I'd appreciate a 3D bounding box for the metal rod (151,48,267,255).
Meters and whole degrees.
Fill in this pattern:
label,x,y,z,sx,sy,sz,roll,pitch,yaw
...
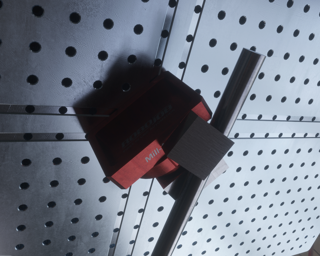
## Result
label,x,y,z,sx,sy,sz,roll,pitch,yaw
metal rod,0.047,0.053,0.367,0.025,0.025,0.298,7,115,-32

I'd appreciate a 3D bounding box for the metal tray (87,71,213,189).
label,x,y,z,sx,sy,sz,roll,pitch,yaw
metal tray,-0.016,-0.002,0.360,0.130,0.090,0.030,-40,130,-2

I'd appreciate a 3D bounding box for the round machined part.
label,x,y,z,sx,sy,sz,roll,pitch,yaw
round machined part,-0.002,0.020,0.382,0.098,0.098,0.042,-41,130,-1

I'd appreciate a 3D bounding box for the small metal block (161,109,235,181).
label,x,y,z,sx,sy,sz,roll,pitch,yaw
small metal block,0.038,0.018,0.318,0.050,0.025,0.050,35,97,-20

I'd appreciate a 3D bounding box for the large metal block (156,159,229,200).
label,x,y,z,sx,sy,sz,roll,pitch,yaw
large metal block,0.030,0.043,0.417,0.080,0.080,0.050,-40,130,-1
